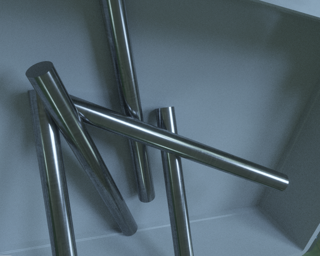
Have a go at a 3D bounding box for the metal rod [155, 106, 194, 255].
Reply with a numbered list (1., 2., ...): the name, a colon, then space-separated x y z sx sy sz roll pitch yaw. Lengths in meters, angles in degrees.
1. metal rod: 0.026 0.121 0.406 0.025 0.025 0.298 -9 93 -24

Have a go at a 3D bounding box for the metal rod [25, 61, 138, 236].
1. metal rod: -0.077 0.052 0.376 0.025 0.025 0.299 -27 135 -11

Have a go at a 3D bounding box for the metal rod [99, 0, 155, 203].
1. metal rod: -0.034 -0.021 0.376 0.025 0.025 0.298 -19 126 -17

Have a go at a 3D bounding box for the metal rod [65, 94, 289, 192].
1. metal rod: 0.031 0.024 0.379 0.302 0.025 0.025 20 108 -16

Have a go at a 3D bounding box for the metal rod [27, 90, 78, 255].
1. metal rod: -0.105 0.108 0.330 0.025 0.025 0.298 -9 95 -24
